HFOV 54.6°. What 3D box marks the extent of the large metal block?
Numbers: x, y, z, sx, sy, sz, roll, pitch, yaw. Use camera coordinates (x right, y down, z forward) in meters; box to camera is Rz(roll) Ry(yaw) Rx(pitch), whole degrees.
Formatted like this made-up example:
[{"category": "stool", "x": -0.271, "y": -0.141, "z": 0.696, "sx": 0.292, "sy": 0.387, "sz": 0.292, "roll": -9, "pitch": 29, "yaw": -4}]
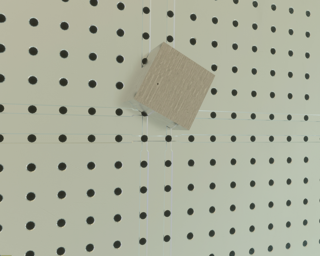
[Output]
[{"category": "large metal block", "x": 0.012, "y": -0.051, "z": 0.403, "sx": 0.080, "sy": 0.050, "sz": 0.080, "roll": 29, "pitch": 81, "yaw": -18}]
